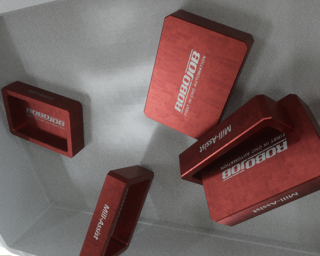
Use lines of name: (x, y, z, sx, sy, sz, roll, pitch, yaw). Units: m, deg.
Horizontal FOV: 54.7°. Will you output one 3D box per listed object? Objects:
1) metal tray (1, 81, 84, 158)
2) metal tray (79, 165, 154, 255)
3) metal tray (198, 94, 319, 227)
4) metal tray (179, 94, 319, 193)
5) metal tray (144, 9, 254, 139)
metal tray: (-0.185, -0.014, 0.494, 0.130, 0.030, 0.089, 19, 126, 17)
metal tray: (-0.058, 0.121, 0.436, 0.030, 0.090, 0.129, 22, 96, 21)
metal tray: (0.103, 0.036, 0.321, 0.130, 0.090, 0.030, -36, 135, 30)
metal tray: (0.094, 0.026, 0.342, 0.091, 0.030, 0.129, 21, 136, -28)
metal tray: (0.038, -0.055, 0.351, 0.090, 0.030, 0.129, 25, 127, 13)
